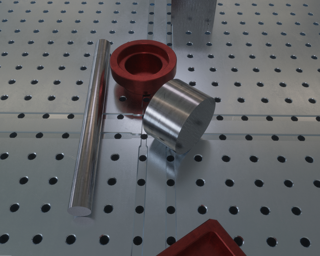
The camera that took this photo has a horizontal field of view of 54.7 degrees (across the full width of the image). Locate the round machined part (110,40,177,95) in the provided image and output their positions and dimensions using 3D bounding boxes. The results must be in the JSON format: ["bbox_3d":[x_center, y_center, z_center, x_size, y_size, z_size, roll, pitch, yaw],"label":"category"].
[{"bbox_3d":[-0.024,-0.089,0.471,0.099,0.042,0.098,0,50,0],"label":"round machined part"}]

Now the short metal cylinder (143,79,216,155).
[{"bbox_3d":[0.025,-0.014,0.384,0.050,0.080,0.080,33,58,25],"label":"short metal cylinder"}]

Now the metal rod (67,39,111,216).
[{"bbox_3d":[-0.091,-0.025,0.427,0.025,0.025,0.300,-1,50,-1],"label":"metal rod"}]

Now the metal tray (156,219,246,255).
[{"bbox_3d":[0.025,0.154,0.274,0.131,0.030,0.090,-27,55,-21],"label":"metal tray"}]

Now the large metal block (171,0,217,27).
[{"bbox_3d":[0.063,-0.239,0.573,0.080,0.080,0.050,5,50,4],"label":"large metal block"}]
